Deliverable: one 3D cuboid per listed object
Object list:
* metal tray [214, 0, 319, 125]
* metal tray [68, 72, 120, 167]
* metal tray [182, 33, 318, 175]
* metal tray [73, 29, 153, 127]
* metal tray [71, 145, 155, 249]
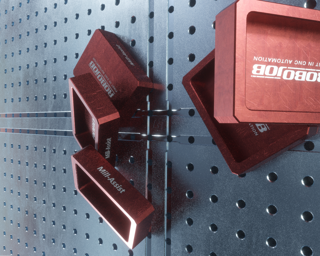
[{"bbox_3d":[0.110,-0.048,0.252,0.030,0.131,0.090,-178,89,-72],"label":"metal tray"},{"bbox_3d":[-0.096,-0.003,0.449,0.090,0.030,0.129,52,149,27],"label":"metal tray"},{"bbox_3d":[0.089,-0.027,0.333,0.090,0.030,0.130,-40,66,33],"label":"metal tray"},{"bbox_3d":[-0.076,-0.075,0.470,0.090,0.030,0.130,-51,60,28],"label":"metal tray"},{"bbox_3d":[-0.068,0.094,0.424,0.130,0.030,0.089,40,144,23],"label":"metal tray"}]
